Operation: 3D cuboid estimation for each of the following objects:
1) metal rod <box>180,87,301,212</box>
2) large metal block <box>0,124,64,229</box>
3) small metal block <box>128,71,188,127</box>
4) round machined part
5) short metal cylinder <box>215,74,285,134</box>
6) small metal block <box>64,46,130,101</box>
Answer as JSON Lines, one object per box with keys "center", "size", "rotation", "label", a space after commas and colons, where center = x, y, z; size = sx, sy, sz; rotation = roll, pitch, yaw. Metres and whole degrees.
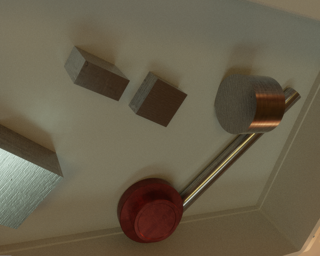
{"center": [0.109, 0.050, 0.501], "size": [0.300, 0.025, 0.025], "rotation": [-45, 130, 3], "label": "metal rod"}
{"center": [-0.167, 0.052, 0.334], "size": [0.080, 0.050, 0.080], "rotation": [-47, 130, 5], "label": "large metal block"}
{"center": [-0.002, -0.035, 0.387], "size": [0.050, 0.025, 0.050], "rotation": [23, 106, -37], "label": "small metal block"}
{"center": [-0.010, 0.127, 0.456], "size": [0.099, 0.042, 0.097], "rotation": [-5, 106, -18], "label": "round machined part"}
{"center": [0.120, -0.032, 0.421], "size": [0.050, 0.080, 0.079], "rotation": [-2, 119, -28], "label": "short metal cylinder"}
{"center": [-0.066, -0.057, 0.322], "size": [0.050, 0.050, 0.025], "rotation": [21, 107, -36], "label": "small metal block"}
